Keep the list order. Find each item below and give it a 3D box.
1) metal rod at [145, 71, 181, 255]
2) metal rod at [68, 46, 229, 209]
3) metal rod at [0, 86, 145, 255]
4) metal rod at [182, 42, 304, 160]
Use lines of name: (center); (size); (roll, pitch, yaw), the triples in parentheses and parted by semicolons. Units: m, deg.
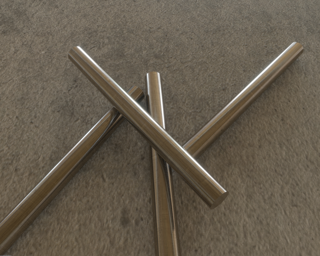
metal rod: (0.000, 0.039, 0.370); (0.025, 0.025, 0.300); (-3, 50, -3)
metal rod: (-0.033, -0.019, 0.384); (0.025, 0.025, 0.300); (-31, 57, -23)
metal rod: (-0.110, 0.048, 0.361); (0.025, 0.025, 0.301); (25, 54, 19)
metal rod: (0.126, -0.046, 0.443); (0.025, 0.025, 0.302); (35, 58, 25)
